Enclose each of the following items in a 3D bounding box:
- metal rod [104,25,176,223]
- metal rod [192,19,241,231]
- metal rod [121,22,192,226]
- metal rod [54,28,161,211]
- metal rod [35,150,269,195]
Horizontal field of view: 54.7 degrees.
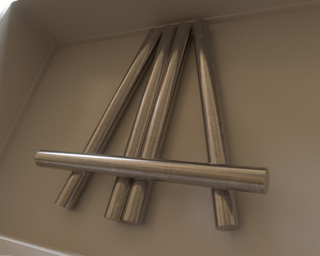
[{"bbox_3d":[-0.018,-0.023,0.428,0.025,0.025,0.300,1,62,29],"label":"metal rod"},{"bbox_3d":[0.064,-0.027,0.387,0.025,0.025,0.299,-15,56,20],"label":"metal rod"},{"bbox_3d":[0.003,-0.023,0.417,0.025,0.025,0.300,1,62,29],"label":"metal rod"},{"bbox_3d":[-0.066,-0.025,0.454,0.025,0.025,0.300,13,68,33],"label":"metal rod"},{"bbox_3d":[-0.032,0.046,0.360,0.300,0.025,0.025,1,63,29],"label":"metal rod"}]
